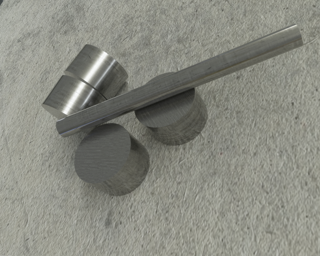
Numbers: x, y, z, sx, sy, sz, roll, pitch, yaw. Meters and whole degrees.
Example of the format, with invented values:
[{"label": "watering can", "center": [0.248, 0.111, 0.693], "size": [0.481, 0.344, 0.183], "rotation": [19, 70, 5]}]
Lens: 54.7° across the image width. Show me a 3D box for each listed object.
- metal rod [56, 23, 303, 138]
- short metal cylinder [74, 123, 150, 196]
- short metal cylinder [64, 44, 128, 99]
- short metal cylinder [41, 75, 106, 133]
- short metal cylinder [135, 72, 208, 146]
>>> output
[{"label": "metal rod", "center": [0.008, -0.048, 0.364], "size": [0.301, 0.025, 0.025], "rotation": [-20, 54, 16]}, {"label": "short metal cylinder", "center": [-0.060, 0.041, 0.395], "size": [0.080, 0.050, 0.080], "rotation": [-13, 56, 21]}, {"label": "short metal cylinder", "center": [-0.096, -0.080, 0.468], "size": [0.080, 0.080, 0.050], "rotation": [25, 75, 36]}, {"label": "short metal cylinder", "center": [-0.123, -0.033, 0.453], "size": [0.080, 0.080, 0.050], "rotation": [17, 71, 35]}, {"label": "short metal cylinder", "center": [0.015, -0.024, 0.395], "size": [0.080, 0.050, 0.080], "rotation": [-13, 56, 21]}]
